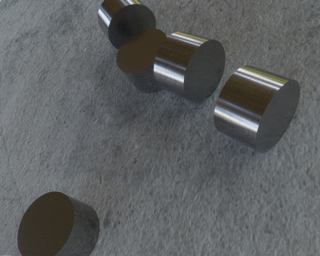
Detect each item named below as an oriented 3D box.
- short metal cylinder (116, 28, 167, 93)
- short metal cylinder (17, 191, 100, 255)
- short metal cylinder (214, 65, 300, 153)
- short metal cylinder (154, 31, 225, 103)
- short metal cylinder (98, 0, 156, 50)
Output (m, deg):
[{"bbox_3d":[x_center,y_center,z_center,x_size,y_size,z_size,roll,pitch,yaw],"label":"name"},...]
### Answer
[{"bbox_3d":[-0.016,-0.098,0.455,0.080,0.050,0.080,-13,56,20],"label":"short metal cylinder"},{"bbox_3d":[-0.121,0.123,0.374,0.080,0.050,0.080,-13,56,20],"label":"short metal cylinder"},{"bbox_3d":[0.103,-0.020,0.327,0.050,0.080,0.080,31,79,37],"label":"short metal cylinder"},{"bbox_3d":[0.039,-0.078,0.395,0.050,0.080,0.080,29,78,37],"label":"short metal cylinder"},{"bbox_3d":[-0.053,-0.170,0.499,0.080,0.080,0.050,-37,51,3],"label":"short metal cylinder"}]
